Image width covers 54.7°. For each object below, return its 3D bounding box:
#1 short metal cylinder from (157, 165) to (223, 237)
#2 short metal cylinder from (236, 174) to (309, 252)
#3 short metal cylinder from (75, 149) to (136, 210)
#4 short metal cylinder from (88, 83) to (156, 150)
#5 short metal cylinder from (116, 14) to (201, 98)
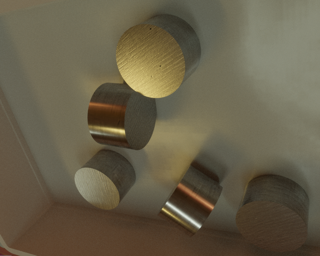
[{"bbox_3d":[0.040,0.096,0.411,0.050,0.080,0.079,34,129,6],"label":"short metal cylinder"},{"bbox_3d":[0.140,0.105,0.384,0.080,0.050,0.079,13,124,21],"label":"short metal cylinder"},{"bbox_3d":[-0.085,0.081,0.488,0.080,0.050,0.079,13,124,21],"label":"short metal cylinder"},{"bbox_3d":[-0.045,-0.015,0.387,0.050,0.080,0.079,7,122,24],"label":"short metal cylinder"},{"bbox_3d":[-0.001,-0.080,0.344,0.080,0.050,0.079,13,124,21],"label":"short metal cylinder"}]
